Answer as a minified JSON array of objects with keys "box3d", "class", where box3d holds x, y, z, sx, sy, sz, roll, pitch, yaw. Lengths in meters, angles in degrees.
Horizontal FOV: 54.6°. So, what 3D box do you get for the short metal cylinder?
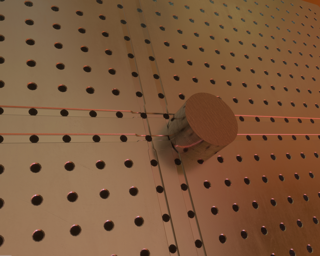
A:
[{"box3d":[0.058,-0.001,0.424,0.081,0.050,0.080,13,56,-21],"class":"short metal cylinder"}]
